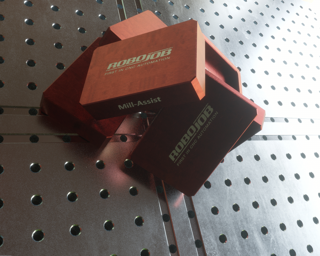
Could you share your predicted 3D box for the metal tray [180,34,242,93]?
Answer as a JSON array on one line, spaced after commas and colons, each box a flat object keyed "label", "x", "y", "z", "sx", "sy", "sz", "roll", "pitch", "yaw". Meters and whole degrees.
[{"label": "metal tray", "x": 0.076, "y": -0.080, "z": 0.463, "sx": 0.130, "sy": 0.030, "sz": 0.090, "roll": 32, "pitch": 48, "yaw": -36}]

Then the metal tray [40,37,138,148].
[{"label": "metal tray", "x": -0.075, "y": -0.049, "z": 0.394, "sx": 0.090, "sy": 0.030, "sz": 0.130, "roll": 34, "pitch": 51, "yaw": -7}]

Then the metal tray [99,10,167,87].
[{"label": "metal tray", "x": -0.016, "y": -0.116, "z": 0.443, "sx": 0.090, "sy": 0.030, "sz": 0.131, "roll": 42, "pitch": 37, "yaw": -4}]

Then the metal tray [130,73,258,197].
[{"label": "metal tray", "x": 0.037, "y": 0.005, "z": 0.363, "sx": 0.090, "sy": 0.130, "sz": 0.030, "roll": 34, "pitch": 13, "yaw": -6}]

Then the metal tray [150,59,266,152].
[{"label": "metal tray", "x": 0.059, "y": -0.024, "z": 0.411, "sx": 0.130, "sy": 0.090, "sz": 0.030, "roll": 33, "pitch": 51, "yaw": -7}]

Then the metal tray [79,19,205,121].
[{"label": "metal tray", "x": -0.018, "y": -0.062, "z": 0.339, "sx": 0.030, "sy": 0.130, "sz": 0.090, "roll": 54, "pitch": 33, "yaw": -49}]
